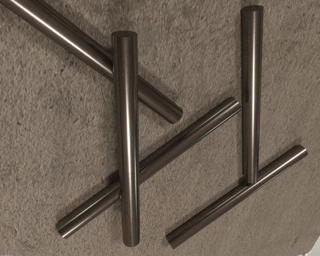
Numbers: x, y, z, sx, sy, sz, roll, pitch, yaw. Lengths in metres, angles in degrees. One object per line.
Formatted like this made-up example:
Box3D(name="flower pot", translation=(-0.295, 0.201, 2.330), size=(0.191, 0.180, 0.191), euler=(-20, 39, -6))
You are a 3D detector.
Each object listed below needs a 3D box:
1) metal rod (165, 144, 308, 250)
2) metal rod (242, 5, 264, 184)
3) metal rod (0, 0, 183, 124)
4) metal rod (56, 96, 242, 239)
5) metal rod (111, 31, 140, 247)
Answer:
Box3D(name="metal rod", translation=(0.142, 0.122, 0.562), size=(0.301, 0.025, 0.025), euler=(-33, 129, -8))
Box3D(name="metal rod", translation=(0.138, -0.028, 0.467), size=(0.025, 0.025, 0.298), euler=(-23, 127, -15))
Box3D(name="metal rod", translation=(-0.077, -0.082, 0.314), size=(0.301, 0.025, 0.025), euler=(34, 99, -39))
Box3D(name="metal rod", translation=(-0.012, 0.052, 0.434), size=(0.301, 0.025, 0.025), euler=(-36, 129, -5))
Box3D(name="metal rod", translation=(-0.038, 0.036, 0.376), size=(0.025, 0.025, 0.298), euler=(-13, 124, -22))
